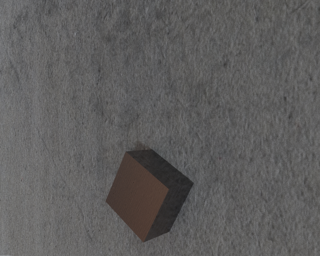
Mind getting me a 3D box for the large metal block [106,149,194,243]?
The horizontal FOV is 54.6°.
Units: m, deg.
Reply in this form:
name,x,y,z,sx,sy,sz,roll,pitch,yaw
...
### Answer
name,x,y,z,sx,sy,sz,roll,pitch,yaw
large metal block,-0.015,0.084,0.403,0.080,0.050,0.080,36,112,34
